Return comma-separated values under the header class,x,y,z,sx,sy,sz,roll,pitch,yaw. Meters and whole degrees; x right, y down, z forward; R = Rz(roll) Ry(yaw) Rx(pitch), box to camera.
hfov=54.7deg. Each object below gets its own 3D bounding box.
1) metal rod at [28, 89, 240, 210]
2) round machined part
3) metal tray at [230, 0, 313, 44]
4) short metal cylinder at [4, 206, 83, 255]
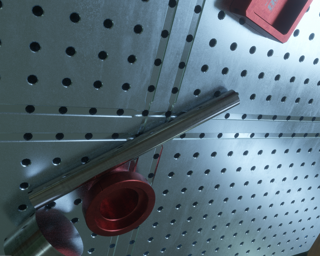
class,x,y,z,sx,sy,sz,roll,pitch,yaw
metal rod,-0.025,0.023,0.413,0.302,0.025,0.025,-27,128,-12
round machined part,-0.059,0.099,0.431,0.099,0.042,0.097,-14,125,-21
metal tray,0.156,-0.183,0.382,0.091,0.030,0.129,18,109,-36
short metal cylinder,-0.144,0.145,0.388,0.050,0.080,0.080,-42,130,0
